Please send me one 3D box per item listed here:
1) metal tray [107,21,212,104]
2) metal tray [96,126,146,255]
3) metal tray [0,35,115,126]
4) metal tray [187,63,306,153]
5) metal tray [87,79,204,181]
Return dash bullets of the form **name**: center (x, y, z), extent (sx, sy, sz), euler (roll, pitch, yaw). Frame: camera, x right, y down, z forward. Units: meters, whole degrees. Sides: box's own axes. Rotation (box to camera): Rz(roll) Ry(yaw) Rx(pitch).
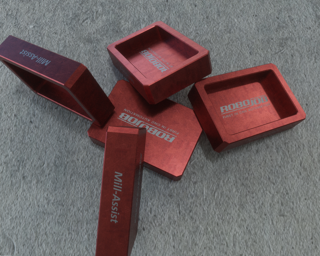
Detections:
- **metal tray**: center (-0.005, -0.092, 0.409), extent (0.090, 0.030, 0.130), euler (-30, 44, -11)
- **metal tray**: center (-0.038, 0.063, 0.331), extent (0.030, 0.090, 0.129), euler (5, 91, 2)
- **metal tray**: center (-0.127, -0.057, 0.378), extent (0.130, 0.090, 0.030), euler (24, 71, 26)
- **metal tray**: center (0.112, -0.029, 0.401), extent (0.131, 0.030, 0.090), euler (-16, 70, -22)
- **metal tray**: center (-0.015, 0.002, 0.406), extent (0.130, 0.030, 0.090), euler (24, 72, 8)
